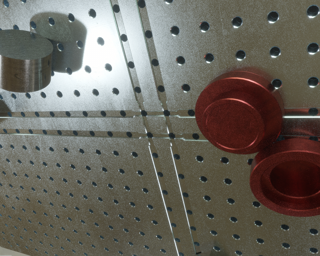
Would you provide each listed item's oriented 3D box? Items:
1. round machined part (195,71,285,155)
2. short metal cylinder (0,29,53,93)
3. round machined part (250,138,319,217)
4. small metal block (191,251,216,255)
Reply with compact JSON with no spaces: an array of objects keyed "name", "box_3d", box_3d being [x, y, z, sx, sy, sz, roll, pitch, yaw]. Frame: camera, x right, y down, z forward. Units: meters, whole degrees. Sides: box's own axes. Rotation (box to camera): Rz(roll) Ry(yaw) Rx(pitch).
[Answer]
[{"name":"round machined part","box_3d":[0.086,-0.010,0.349,0.098,0.042,0.097,13,124,21]},{"name":"short metal cylinder","box_3d":[-0.188,-0.091,0.419,0.080,0.080,0.050,28,128,10]},{"name":"round machined part","box_3d":[0.152,0.050,0.345,0.098,0.042,0.097,10,128,13]},{"name":"small metal block","box_3d":[0.079,0.237,0.516,0.050,0.025,0.050,-34,99,38]}]
